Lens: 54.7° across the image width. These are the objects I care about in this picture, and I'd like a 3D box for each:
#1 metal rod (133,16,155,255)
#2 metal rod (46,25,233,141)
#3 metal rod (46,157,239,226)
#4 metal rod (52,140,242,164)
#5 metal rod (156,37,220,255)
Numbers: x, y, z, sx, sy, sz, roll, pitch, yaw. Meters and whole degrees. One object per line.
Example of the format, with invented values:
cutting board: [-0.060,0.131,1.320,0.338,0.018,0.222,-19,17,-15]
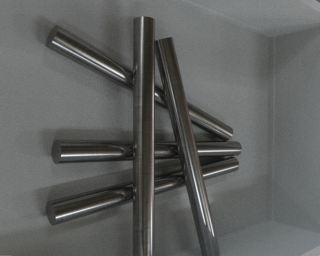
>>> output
metal rod: [-0.019,0.025,0.357,0.025,0.025,0.298,0,90,-40]
metal rod: [-0.001,-0.042,0.405,0.301,0.025,0.025,25,74,-37]
metal rod: [0.004,0.073,0.411,0.302,0.025,0.025,-7,95,-40]
metal rod: [0.009,0.029,0.414,0.302,0.025,0.025,2,89,-40]
metal rod: [0.037,0.035,0.405,0.025,0.025,0.298,-23,105,-38]
